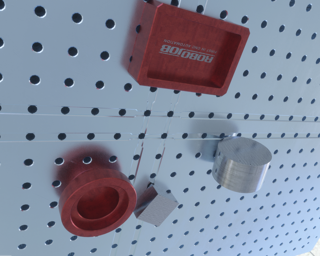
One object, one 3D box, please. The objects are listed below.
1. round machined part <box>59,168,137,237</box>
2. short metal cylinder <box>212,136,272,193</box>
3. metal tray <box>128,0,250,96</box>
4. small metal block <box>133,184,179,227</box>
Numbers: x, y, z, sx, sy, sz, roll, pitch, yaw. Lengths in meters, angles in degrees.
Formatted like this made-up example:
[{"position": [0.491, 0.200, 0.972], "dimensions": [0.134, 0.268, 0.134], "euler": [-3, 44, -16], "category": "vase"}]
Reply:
[{"position": [-0.084, 0.093, 0.412], "dimensions": [0.099, 0.042, 0.097], "euler": [-14, 124, -21], "category": "round machined part"}, {"position": [0.124, 0.055, 0.477], "dimensions": [0.081, 0.080, 0.050], "euler": [-7, 122, -25], "category": "short metal cylinder"}, {"position": [0.036, -0.091, 0.371], "dimensions": [0.131, 0.030, 0.089], "euler": [3, 117, -30], "category": "metal tray"}, {"position": [-0.007, 0.121, 0.482], "dimensions": [0.050, 0.025, 0.050], "euler": [34, 99, -39], "category": "small metal block"}]
